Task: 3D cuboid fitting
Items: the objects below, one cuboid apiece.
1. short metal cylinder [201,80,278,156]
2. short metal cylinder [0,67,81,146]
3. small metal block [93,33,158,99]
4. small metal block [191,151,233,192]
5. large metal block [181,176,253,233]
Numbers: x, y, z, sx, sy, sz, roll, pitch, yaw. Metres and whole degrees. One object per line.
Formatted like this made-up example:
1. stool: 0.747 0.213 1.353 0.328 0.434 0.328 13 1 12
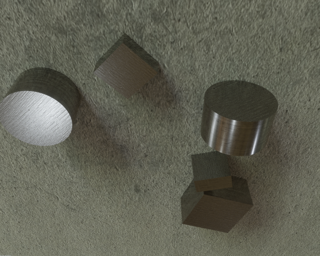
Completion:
1. short metal cylinder: 0.090 -0.013 0.361 0.081 0.080 0.050 0 130 -1
2. short metal cylinder: -0.140 -0.025 0.368 0.081 0.050 0.079 0 130 0
3. small metal block: -0.038 -0.068 0.349 0.050 0.025 0.050 37 121 -27
4. small metal block: 0.073 0.061 0.444 0.050 0.050 0.025 -10 129 8
5. large metal block: 0.086 0.117 0.491 0.081 0.050 0.079 15 129 -13
